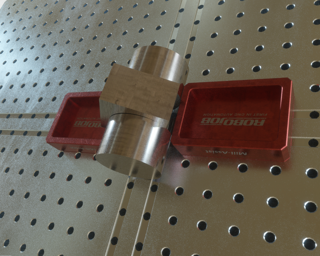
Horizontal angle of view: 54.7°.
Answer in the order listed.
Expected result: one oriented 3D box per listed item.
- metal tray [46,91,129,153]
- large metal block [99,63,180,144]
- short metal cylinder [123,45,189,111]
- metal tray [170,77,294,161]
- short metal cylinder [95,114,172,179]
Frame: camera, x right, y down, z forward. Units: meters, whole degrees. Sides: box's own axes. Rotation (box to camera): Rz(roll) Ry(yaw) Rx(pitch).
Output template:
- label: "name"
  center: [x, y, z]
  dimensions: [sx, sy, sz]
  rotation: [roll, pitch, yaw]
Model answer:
- label: "metal tray"
  center: [-0.099, -0.010, 0.463]
  dimensions: [0.130, 0.030, 0.090]
  rotation: [1, 62, 28]
- label: "large metal block"
  center: [-0.027, -0.027, 0.385]
  dimensions: [0.080, 0.080, 0.050]
  rotation: [17, 66, -2]
- label: "short metal cylinder"
  center: [-0.006, -0.064, 0.415]
  dimensions: [0.080, 0.080, 0.050]
  rotation: [1, 63, 29]
- label: "metal tray"
  center: [0.085, -0.012, 0.367]
  dimensions: [0.130, 0.030, 0.090]
  rotation: [1, 62, 28]
- label: "short metal cylinder"
  center: [-0.031, 0.024, 0.374]
  dimensions: [0.080, 0.080, 0.050]
  rotation: [2, 63, 29]
